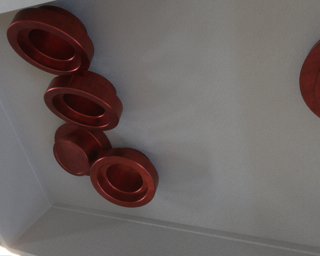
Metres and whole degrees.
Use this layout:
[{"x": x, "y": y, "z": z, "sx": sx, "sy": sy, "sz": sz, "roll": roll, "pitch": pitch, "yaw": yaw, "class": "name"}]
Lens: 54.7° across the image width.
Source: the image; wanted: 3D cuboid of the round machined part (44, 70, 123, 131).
[{"x": -0.096, "y": -0.039, "z": 0.407, "sx": 0.098, "sy": 0.042, "sz": 0.098, "roll": 11, "pitch": 151, "yaw": 6, "class": "round machined part"}]

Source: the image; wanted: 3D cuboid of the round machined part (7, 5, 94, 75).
[{"x": -0.128, "y": -0.109, "z": 0.379, "sx": 0.099, "sy": 0.042, "sz": 0.098, "roll": 10, "pitch": 154, "yaw": 5, "class": "round machined part"}]

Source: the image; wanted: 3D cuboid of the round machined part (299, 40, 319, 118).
[{"x": 0.176, "y": -0.041, "z": 0.274, "sx": 0.098, "sy": 0.042, "sz": 0.097, "roll": 17, "pitch": 126, "yaw": 25, "class": "round machined part"}]

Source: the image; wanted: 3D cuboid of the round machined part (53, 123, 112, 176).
[{"x": -0.127, "y": 0.037, "z": 0.488, "sx": 0.098, "sy": 0.042, "sz": 0.097, "roll": 13, "pitch": 124, "yaw": 21, "class": "round machined part"}]

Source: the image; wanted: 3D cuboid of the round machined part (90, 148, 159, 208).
[{"x": -0.049, "y": 0.068, "z": 0.458, "sx": 0.098, "sy": 0.042, "sz": 0.097, "roll": 7, "pitch": 124, "yaw": 11, "class": "round machined part"}]
